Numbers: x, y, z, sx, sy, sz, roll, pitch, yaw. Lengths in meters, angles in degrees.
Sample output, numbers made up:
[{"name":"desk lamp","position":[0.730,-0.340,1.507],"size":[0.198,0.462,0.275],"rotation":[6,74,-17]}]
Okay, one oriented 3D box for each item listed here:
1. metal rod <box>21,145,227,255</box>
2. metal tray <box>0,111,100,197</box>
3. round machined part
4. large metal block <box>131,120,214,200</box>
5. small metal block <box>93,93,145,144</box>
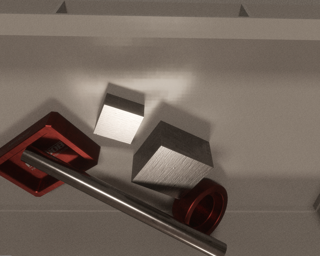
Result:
[{"name":"metal rod","position":[-0.047,0.103,0.424],"size":[0.301,0.025,0.025],"rotation":[27,126,-2]},{"name":"metal tray","position":[-0.162,0.042,0.438],"size":[0.130,0.030,0.090],"rotation":[-30,125,22]},{"name":"round machined part","position":[0.058,0.124,0.483],"size":[0.099,0.042,0.097],"rotation":[-19,121,-36]},{"name":"large metal block","position":[0.016,0.047,0.433],"size":[0.080,0.050,0.080],"rotation":[24,126,-20]},{"name":"small metal block","position":[-0.053,-0.011,0.399],"size":[0.050,0.025,0.050],"rotation":[18,128,-15]}]
